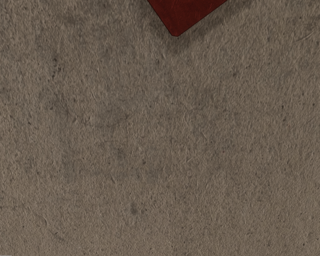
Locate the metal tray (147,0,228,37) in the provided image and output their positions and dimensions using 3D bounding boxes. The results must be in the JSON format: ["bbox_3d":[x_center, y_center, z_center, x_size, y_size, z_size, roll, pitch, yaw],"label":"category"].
[{"bbox_3d":[0.043,-0.176,0.343,0.130,0.030,0.090,-34,107,11],"label":"metal tray"}]
